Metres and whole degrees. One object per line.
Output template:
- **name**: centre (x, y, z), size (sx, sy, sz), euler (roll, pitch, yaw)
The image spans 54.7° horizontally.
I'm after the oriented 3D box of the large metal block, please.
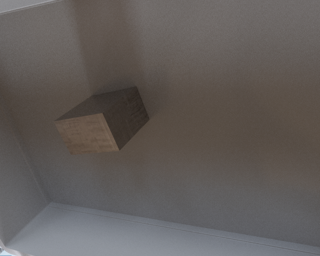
- **large metal block**: centre (-0.073, -0.010, 0.404), size (0.080, 0.080, 0.050), euler (-7, 115, 31)
